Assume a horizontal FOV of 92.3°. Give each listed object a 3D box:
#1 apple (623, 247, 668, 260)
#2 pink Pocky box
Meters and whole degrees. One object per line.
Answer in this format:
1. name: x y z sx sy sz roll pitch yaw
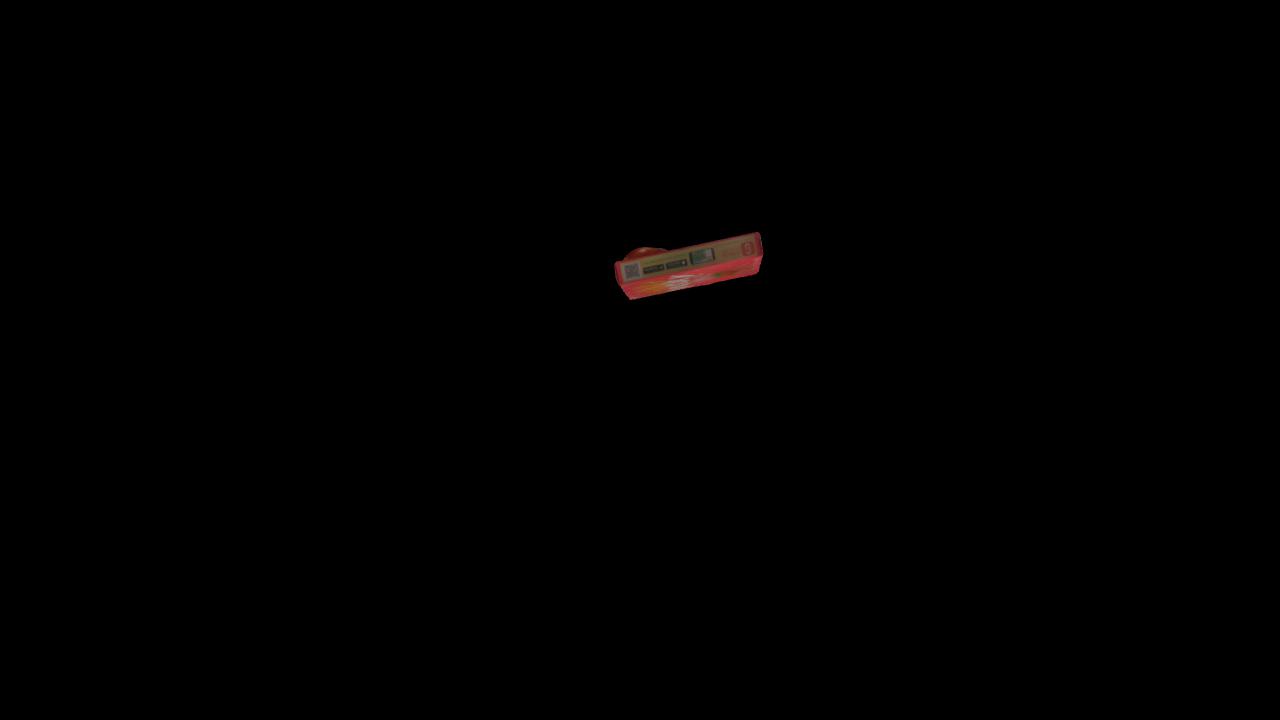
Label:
1. apple: 0.013 -0.141 0.977 0.093 0.079 0.079 -19 7 -22
2. pink Pocky box: 0.054 -0.100 0.672 0.155 0.029 0.084 -11 -6 6
